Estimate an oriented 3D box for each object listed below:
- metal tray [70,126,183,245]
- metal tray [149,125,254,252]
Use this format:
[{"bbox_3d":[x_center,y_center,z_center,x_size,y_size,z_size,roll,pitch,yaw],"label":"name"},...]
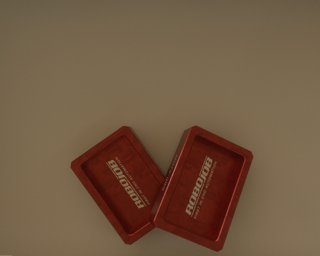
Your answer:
[{"bbox_3d":[-0.042,0.073,0.408,0.090,0.030,0.130,-35,90,0],"label":"metal tray"},{"bbox_3d":[0.053,0.073,0.387,0.090,0.030,0.130,25,76,-9],"label":"metal tray"}]
